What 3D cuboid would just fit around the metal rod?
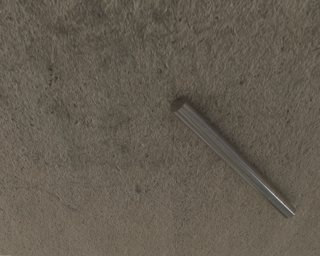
[{"bbox_3d":[0.121,0.057,0.455,0.025,0.025,0.301,-34,123,25],"label":"metal rod"}]
